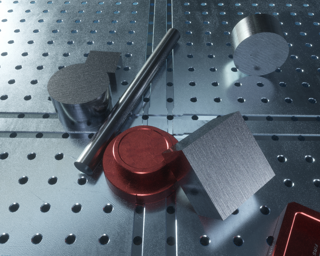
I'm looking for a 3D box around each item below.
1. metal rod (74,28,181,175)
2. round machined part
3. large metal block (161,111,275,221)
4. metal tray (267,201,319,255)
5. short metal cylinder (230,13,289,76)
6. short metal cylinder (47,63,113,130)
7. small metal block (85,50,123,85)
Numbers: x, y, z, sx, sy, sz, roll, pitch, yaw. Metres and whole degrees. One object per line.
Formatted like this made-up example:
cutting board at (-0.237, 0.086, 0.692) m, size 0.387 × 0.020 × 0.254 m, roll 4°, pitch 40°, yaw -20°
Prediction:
metal rod at (-0.033, -0.058, 0.456) m, size 0.025 × 0.025 × 0.301 m, roll 18°, pitch 52°, yaw 14°
round machined part at (-0.019, 0.035, 0.367) m, size 0.099 × 0.042 × 0.098 m, roll 0°, pitch 50°, yaw 0°
large metal block at (0.062, 0.039, 0.334) m, size 0.080 × 0.050 × 0.080 m, roll -32°, pitch 95°, yaw -24°
metal tray at (0.144, 0.144, 0.284) m, size 0.090 × 0.030 × 0.130 m, roll 23°, pitch 53°, yaw 18°
short metal cylinder at (0.152, -0.128, 0.480) m, size 0.080 × 0.080 × 0.050 m, roll 3°, pitch 50°, yaw 2°
short metal cylinder at (-0.107, -0.044, 0.427) m, size 0.081 × 0.050 × 0.080 m, roll 0°, pitch 50°, yaw 0°
small metal block at (-0.089, -0.095, 0.487) m, size 0.050 × 0.025 × 0.050 m, roll 5°, pitch 50°, yaw 4°
